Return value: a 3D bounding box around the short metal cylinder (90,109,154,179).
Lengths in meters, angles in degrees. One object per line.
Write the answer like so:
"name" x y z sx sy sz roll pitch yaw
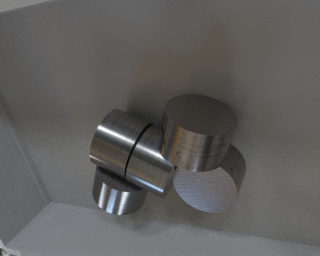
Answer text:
"short metal cylinder" -0.048 0.021 0.407 0.050 0.080 0.079 23 127 14

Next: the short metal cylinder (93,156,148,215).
"short metal cylinder" -0.054 0.076 0.445 0.080 0.080 0.050 26 127 11

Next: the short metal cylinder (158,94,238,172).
"short metal cylinder" 0.041 0.004 0.351 0.080 0.080 0.050 21 126 15

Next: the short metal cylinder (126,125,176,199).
"short metal cylinder" -0.001 0.043 0.398 0.050 0.080 0.079 24 127 13

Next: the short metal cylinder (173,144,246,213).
"short metal cylinder" 0.063 0.059 0.392 0.080 0.050 0.079 13 124 20
